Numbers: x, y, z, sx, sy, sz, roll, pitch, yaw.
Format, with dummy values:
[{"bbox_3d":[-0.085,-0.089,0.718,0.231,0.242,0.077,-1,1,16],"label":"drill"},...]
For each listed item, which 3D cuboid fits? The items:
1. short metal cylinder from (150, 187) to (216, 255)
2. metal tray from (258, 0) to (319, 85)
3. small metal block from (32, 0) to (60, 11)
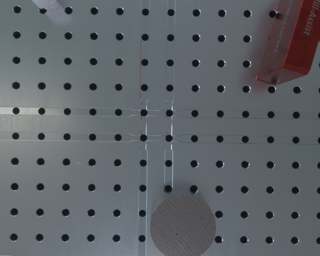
[{"bbox_3d":[0.028,0.121,0.401,0.081,0.050,0.079,0,90,0],"label":"short metal cylinder"},{"bbox_3d":[0.167,-0.125,0.382,0.030,0.090,0.129,17,90,0],"label":"metal tray"},{"bbox_3d":[-0.157,-0.188,0.399,0.025,0.050,0.050,-19,90,0],"label":"small metal block"}]
